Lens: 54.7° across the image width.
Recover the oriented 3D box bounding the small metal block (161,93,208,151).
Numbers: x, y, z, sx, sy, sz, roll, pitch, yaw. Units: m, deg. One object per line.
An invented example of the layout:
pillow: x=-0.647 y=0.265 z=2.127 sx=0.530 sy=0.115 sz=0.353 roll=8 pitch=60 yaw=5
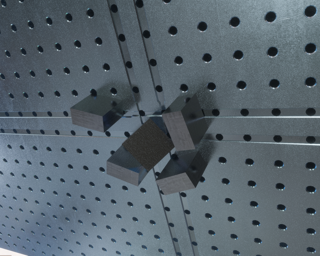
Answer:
small metal block: x=0.032 y=-0.008 z=0.373 sx=0.025 sy=0.050 sz=0.050 roll=-10 pitch=114 yaw=32

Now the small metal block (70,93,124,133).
small metal block: x=-0.085 y=-0.022 z=0.425 sx=0.050 sy=0.050 sz=0.025 roll=14 pitch=124 yaw=20

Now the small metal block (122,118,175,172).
small metal block: x=-0.015 y=0.022 z=0.414 sx=0.050 sy=0.025 sz=0.050 roll=-44 pitch=95 yaw=-3

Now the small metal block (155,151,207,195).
small metal block: x=0.029 y=0.060 z=0.416 sx=0.050 sy=0.050 sz=0.025 roll=-22 pitch=107 yaw=36

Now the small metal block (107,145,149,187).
small metal block: x=-0.042 y=0.051 z=0.447 sx=0.050 sy=0.050 sz=0.025 roll=19 pitch=127 yaw=17
